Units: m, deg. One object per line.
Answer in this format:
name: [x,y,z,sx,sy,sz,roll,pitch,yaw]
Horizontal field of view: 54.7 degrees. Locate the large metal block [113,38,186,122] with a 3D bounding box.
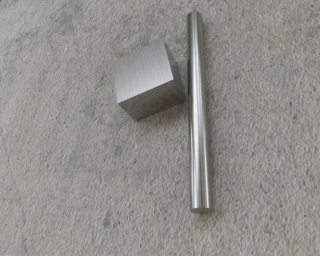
large metal block: [-0.015,-0.066,0.435,0.080,0.050,0.080,-22,54,15]

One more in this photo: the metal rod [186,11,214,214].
metal rod: [0.049,-0.041,0.402,0.025,0.025,0.299,-12,57,22]
